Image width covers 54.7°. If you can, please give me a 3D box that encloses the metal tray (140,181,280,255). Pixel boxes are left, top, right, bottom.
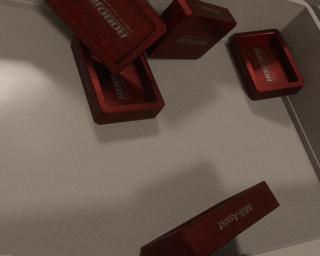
[{"bbox_3d":[0.054,0.105,0.330,0.131,0.090,0.030,-17,71,-35],"label":"metal tray"}]

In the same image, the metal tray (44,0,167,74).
[{"bbox_3d":[-0.065,-0.143,0.378,0.130,0.090,0.030,47,17,-16],"label":"metal tray"}]

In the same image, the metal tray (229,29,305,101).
[{"bbox_3d":[0.190,-0.117,0.558,0.091,0.030,0.130,-9,65,-9],"label":"metal tray"}]

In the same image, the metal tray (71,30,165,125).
[{"bbox_3d":[-0.058,-0.072,0.416,0.091,0.030,0.130,-8,66,-32],"label":"metal tray"}]

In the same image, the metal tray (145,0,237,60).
[{"bbox_3d":[0.044,-0.141,0.456,0.131,0.090,0.030,-13,71,-49],"label":"metal tray"}]
